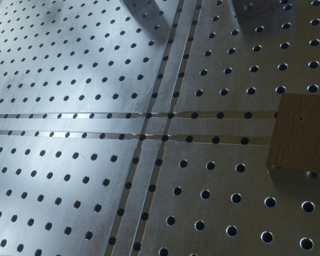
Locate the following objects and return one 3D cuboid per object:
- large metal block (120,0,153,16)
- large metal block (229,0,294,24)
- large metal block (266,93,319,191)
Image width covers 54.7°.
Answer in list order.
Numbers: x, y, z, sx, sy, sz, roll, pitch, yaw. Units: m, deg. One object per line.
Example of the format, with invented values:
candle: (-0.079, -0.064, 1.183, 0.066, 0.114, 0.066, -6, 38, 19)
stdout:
large metal block: (-0.065, -0.270, 0.571, 0.050, 0.080, 0.080, -36, 51, 4)
large metal block: (0.137, -0.210, 0.449, 0.080, 0.050, 0.080, -20, 54, 16)
large metal block: (0.156, 0.015, 0.301, 0.080, 0.050, 0.080, 8, 65, 31)
